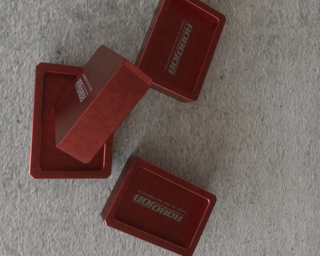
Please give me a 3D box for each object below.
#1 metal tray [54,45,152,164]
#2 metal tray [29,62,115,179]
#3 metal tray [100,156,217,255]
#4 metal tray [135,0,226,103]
[{"bbox_3d":[-0.063,-0.032,0.304,0.030,0.130,0.090,37,94,-27],"label":"metal tray"},{"bbox_3d":[-0.102,-0.006,0.368,0.091,0.030,0.129,3,89,-20],"label":"metal tray"},{"bbox_3d":[0.001,0.104,0.407,0.131,0.030,0.090,29,80,-18],"label":"metal tray"},{"bbox_3d":[0.026,-0.109,0.416,0.091,0.030,0.130,23,82,-19],"label":"metal tray"}]
